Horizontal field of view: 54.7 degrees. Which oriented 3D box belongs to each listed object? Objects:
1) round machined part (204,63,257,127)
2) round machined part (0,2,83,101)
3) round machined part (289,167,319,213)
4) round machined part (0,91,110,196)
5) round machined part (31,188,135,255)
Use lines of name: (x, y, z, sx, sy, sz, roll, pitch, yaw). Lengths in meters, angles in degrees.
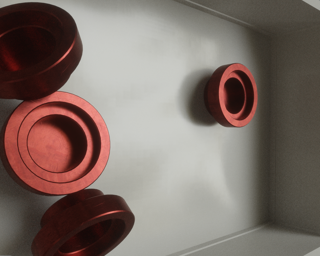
round machined part: (0.107, -0.050, 0.484, 0.099, 0.042, 0.097, 0, 90, -40)
round machined part: (-0.117, -0.063, 0.274, 0.098, 0.098, 0.042, -54, 159, -26)
round machined part: (0.322, 0.135, 0.668, 0.099, 0.042, 0.097, 0, 90, -40)
round machined part: (-0.102, 0.017, 0.301, 0.099, 0.042, 0.098, 11, 72, -35)
round machined part: (-0.078, 0.098, 0.309, 0.099, 0.042, 0.097, -27, 146, -20)
